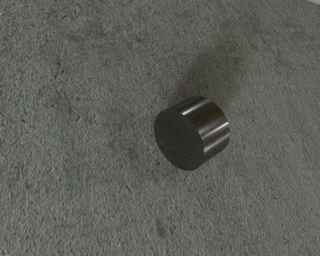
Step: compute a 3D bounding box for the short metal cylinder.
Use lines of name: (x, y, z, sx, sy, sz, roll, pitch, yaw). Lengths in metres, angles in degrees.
short metal cylinder: (0.038, 0.006, 0.385, 0.050, 0.080, 0.080, -28, 77, -37)
